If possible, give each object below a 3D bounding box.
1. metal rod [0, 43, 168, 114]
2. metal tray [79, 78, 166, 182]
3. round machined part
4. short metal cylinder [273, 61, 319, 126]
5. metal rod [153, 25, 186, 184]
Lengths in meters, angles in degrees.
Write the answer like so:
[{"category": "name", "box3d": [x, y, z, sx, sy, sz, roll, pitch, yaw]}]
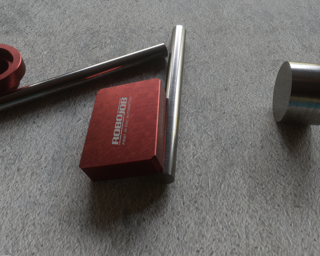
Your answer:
[{"category": "metal rod", "box3d": [-0.126, -0.073, 0.463, 0.302, 0.025, 0.025, -23, 54, -18]}, {"category": "metal tray", "box3d": [-0.041, -0.001, 0.384, 0.090, 0.030, 0.130, -9, 48, 14]}, {"category": "round machined part", "box3d": [-0.249, -0.078, 0.456, 0.099, 0.042, 0.098, 0, 50, 0]}, {"category": "short metal cylinder", "box3d": [0.185, -0.045, 0.407, 0.050, 0.080, 0.080, 6, 50, 5]}, {"category": "metal rod", "box3d": [0.019, -0.056, 0.450, 0.025, 0.025, 0.300, 4, 50, 4]}]
